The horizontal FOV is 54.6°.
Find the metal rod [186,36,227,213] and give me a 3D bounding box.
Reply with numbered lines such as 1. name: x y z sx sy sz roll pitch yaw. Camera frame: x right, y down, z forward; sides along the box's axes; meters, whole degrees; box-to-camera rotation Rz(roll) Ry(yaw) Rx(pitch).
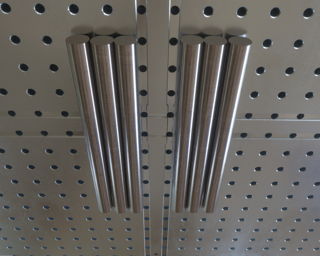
1. metal rod: 0.058 0.020 0.428 0.025 0.025 0.298 0 130 -1

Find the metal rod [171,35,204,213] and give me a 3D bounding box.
1. metal rod: 0.033 0.019 0.427 0.025 0.025 0.298 0 130 -1

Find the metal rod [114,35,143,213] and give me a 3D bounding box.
1. metal rod: -0.038 0.020 0.427 0.025 0.025 0.298 0 130 -1

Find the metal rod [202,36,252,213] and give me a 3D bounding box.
1. metal rod: 0.084 0.020 0.429 0.025 0.025 0.298 0 130 -1

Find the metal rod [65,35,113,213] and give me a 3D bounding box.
1. metal rod: -0.089 0.019 0.426 0.025 0.025 0.298 0 130 -1

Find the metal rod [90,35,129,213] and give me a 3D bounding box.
1. metal rod: -0.064 0.020 0.427 0.025 0.025 0.298 0 130 -1
